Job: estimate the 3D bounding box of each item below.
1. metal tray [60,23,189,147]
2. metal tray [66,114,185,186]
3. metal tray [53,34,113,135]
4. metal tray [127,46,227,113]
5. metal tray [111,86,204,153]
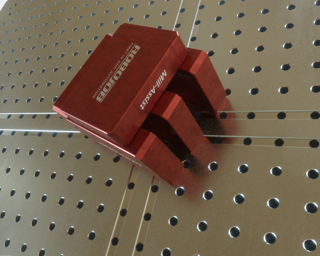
[{"bbox_3d":[-0.040,-0.053,0.343,0.090,0.030,0.130,23,74,36],"label":"metal tray"},{"bbox_3d":[-0.043,0.017,0.379,0.130,0.090,0.030,23,75,36],"label":"metal tray"},{"bbox_3d":[-0.087,-0.057,0.445,0.030,0.090,0.130,29,76,15],"label":"metal tray"},{"bbox_3d":[0.013,-0.070,0.402,0.130,0.090,0.030,23,75,36],"label":"metal tray"},{"bbox_3d":[-0.018,-0.021,0.389,0.130,0.090,0.030,22,73,35],"label":"metal tray"}]
